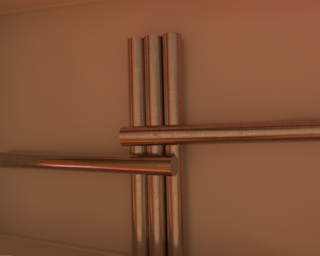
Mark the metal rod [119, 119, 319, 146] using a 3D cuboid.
[{"bbox_3d":[0.100,0.005,0.355,0.301,0.025,0.025,-2,89,13],"label":"metal rod"}]

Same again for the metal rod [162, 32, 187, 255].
[{"bbox_3d":[0.019,0.028,0.402,0.025,0.025,0.298,-2,89,19],"label":"metal rod"}]

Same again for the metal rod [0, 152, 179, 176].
[{"bbox_3d":[-0.119,0.048,0.432,0.301,0.025,0.025,-1,90,25],"label":"metal rod"}]

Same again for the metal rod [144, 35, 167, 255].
[{"bbox_3d":[-0.005,0.029,0.410,0.025,0.025,0.298,-2,89,19],"label":"metal rod"}]

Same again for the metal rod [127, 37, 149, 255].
[{"bbox_3d":[-0.028,0.030,0.418,0.025,0.025,0.298,-2,89,19],"label":"metal rod"}]
